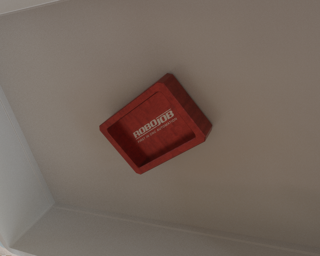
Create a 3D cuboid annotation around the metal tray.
[{"bbox_3d":[-0.009,0.000,0.407,0.130,0.030,0.090,-32,101,38],"label":"metal tray"}]
